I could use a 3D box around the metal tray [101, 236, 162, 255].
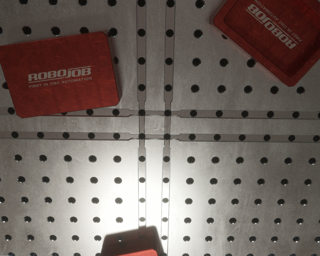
[{"bbox_3d":[-0.035,0.242,0.500,0.090,0.030,0.129,-12,110,4],"label":"metal tray"}]

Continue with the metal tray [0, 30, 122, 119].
[{"bbox_3d":[-0.120,-0.066,0.385,0.131,0.030,0.089,-8,110,2],"label":"metal tray"}]

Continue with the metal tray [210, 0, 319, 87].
[{"bbox_3d":[0.137,-0.122,0.367,0.130,0.030,0.090,35,106,-13],"label":"metal tray"}]
